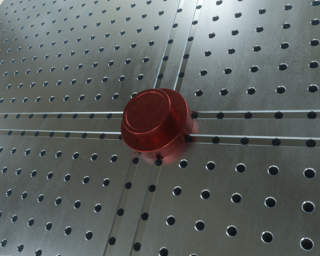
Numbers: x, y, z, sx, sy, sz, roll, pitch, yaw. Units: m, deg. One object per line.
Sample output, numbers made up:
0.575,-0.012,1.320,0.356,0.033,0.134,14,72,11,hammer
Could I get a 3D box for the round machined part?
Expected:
-0.010,-0.013,0.409,0.098,0.042,0.098,-13,56,20,round machined part
